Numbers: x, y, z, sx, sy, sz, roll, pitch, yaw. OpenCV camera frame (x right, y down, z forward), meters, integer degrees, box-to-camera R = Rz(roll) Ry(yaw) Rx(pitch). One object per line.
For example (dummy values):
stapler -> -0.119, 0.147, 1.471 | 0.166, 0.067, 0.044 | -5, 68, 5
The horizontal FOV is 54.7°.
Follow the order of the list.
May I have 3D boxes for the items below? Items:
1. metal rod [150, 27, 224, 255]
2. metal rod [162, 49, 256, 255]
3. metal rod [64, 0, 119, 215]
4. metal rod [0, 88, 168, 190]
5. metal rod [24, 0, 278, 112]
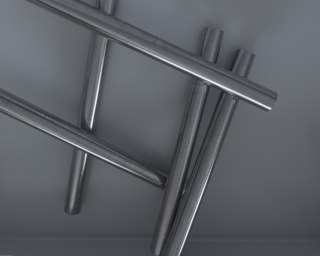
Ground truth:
metal rod -> 0.031, 0.026, 0.397 | 0.025, 0.025, 0.298 | 12, 101, -5
metal rod -> 0.056, 0.048, 0.392 | 0.025, 0.025, 0.298 | 18, 95, -7
metal rod -> -0.093, -0.017, 0.404 | 0.025, 0.025, 0.298 | 13, 110, -5
metal rod -> -0.076, 0.027, 0.396 | 0.301, 0.025, 0.025 | 29, 108, -20
metal rod -> -0.008, -0.090, 0.346 | 0.301, 0.025, 0.025 | 24, 108, -6
